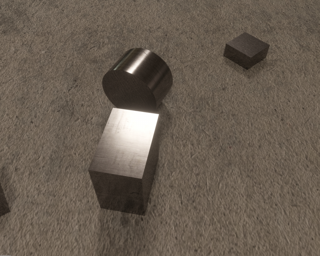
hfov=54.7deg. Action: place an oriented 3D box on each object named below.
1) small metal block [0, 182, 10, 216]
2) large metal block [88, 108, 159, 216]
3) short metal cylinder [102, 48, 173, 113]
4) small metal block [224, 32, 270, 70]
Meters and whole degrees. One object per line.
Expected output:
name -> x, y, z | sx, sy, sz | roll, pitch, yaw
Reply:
small metal block -> -0.199, 0.078, 0.335 | 0.050, 0.025, 0.050 | -25, 55, -20
large metal block -> -0.034, 0.037, 0.336 | 0.050, 0.080, 0.080 | 8, 51, 7
short metal cylinder -> -0.030, -0.060, 0.417 | 0.080, 0.080, 0.050 | 20, 53, 16
small metal block -> 0.143, -0.128, 0.513 | 0.050, 0.025, 0.050 | -34, 58, -26
